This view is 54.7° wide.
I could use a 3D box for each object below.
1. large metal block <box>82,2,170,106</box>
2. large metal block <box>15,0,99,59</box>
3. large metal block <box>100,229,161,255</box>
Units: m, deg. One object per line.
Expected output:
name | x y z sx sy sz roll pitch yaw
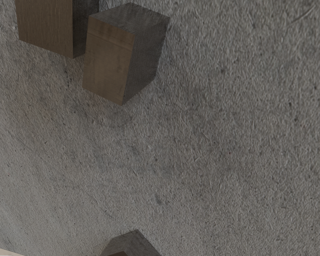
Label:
large metal block | -0.037 -0.083 0.339 0.050 0.080 0.079 26 128 12
large metal block | -0.121 -0.139 0.369 0.080 0.050 0.079 22 127 15
large metal block | -0.052 0.241 0.567 0.080 0.050 0.080 -33 100 38
